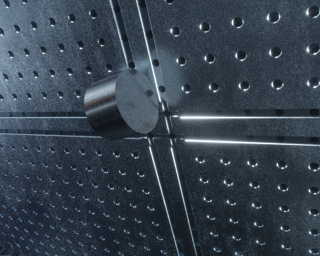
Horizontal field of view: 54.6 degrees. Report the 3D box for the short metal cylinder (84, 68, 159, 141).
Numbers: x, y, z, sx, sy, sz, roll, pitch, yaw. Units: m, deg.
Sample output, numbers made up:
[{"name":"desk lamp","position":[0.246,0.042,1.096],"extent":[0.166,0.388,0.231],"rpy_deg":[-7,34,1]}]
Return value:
[{"name":"short metal cylinder","position":[-0.046,-0.028,0.383],"extent":[0.050,0.080,0.080],"rpy_deg":[-14,111,34]}]
